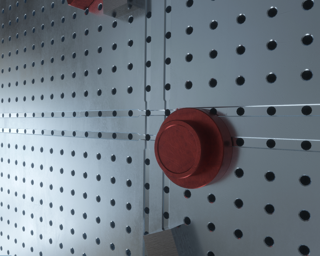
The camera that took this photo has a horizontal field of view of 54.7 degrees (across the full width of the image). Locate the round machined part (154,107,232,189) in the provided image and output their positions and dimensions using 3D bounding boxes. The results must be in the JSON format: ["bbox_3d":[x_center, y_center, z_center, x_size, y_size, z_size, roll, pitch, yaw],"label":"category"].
[{"bbox_3d":[0.032,0.024,0.370,0.098,0.042,0.097,0,90,39],"label":"round machined part"}]

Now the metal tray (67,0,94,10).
[{"bbox_3d":[-0.110,-0.266,0.493,0.130,0.030,0.090,-32,70,35],"label":"metal tray"}]

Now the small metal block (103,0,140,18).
[{"bbox_3d":[-0.058,-0.196,0.455,0.050,0.025,0.050,-6,87,39],"label":"small metal block"}]

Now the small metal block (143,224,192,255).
[{"bbox_3d":[0.011,0.156,0.399,0.050,0.025,0.050,-28,73,36],"label":"small metal block"}]
